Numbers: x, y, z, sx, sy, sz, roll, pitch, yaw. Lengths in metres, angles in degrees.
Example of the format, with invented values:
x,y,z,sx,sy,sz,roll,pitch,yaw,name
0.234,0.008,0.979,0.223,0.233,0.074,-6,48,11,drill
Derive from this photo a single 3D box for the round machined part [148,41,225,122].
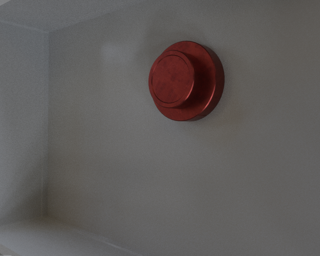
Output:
x,y,z,sx,sy,sz,roll,pitch,yaw,name
0.025,-0.057,0.376,0.098,0.042,0.097,0,90,40,round machined part
